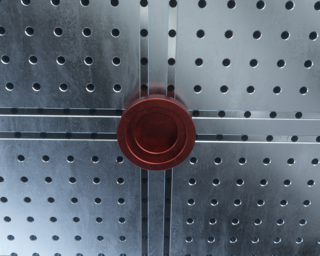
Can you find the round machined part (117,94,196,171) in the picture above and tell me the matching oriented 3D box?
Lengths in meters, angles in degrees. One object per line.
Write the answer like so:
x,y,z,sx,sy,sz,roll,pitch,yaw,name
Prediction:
-0.005,0.003,0.405,0.099,0.042,0.097,0,110,0,round machined part
